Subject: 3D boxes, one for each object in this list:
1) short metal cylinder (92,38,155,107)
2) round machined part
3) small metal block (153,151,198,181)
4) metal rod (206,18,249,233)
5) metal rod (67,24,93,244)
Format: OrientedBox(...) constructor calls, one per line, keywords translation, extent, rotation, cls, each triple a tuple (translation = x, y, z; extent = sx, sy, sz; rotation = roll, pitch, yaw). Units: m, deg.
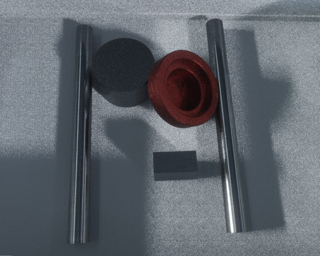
OrientedBox(translation=(-0.047, -0.074, 0.423), extent=(0.081, 0.050, 0.080), rotation=(0, 70, 0), cls="short metal cylinder")
OrientedBox(translation=(0.026, -0.048, 0.402), extent=(0.099, 0.042, 0.097), rotation=(7, 78, -33), cls="round machined part")
OrientedBox(translation=(0.017, 0.047, 0.379), extent=(0.050, 0.050, 0.025), rotation=(-2, 70, -1), cls="small metal block")
OrientedBox(translation=(0.087, -0.017, 0.416), extent=(0.025, 0.025, 0.299), rotation=(-2, 70, -1), cls="metal rod")
OrientedBox(translation=(-0.104, -0.006, 0.410), extent=(0.025, 0.025, 0.299), rotation=(-3, 70, -2), cls="metal rod")
